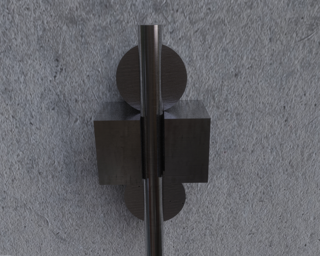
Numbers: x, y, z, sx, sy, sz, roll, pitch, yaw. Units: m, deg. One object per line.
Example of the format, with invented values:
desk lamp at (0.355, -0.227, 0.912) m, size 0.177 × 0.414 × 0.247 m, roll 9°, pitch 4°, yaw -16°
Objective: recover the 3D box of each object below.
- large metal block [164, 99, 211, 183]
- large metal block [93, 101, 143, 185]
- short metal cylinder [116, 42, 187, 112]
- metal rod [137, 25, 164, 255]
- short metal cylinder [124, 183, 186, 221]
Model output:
large metal block at (0.030, 0.013, 0.387) m, size 0.050 × 0.080 × 0.079 m, roll -1°, pitch 110°, yaw 0°
large metal block at (-0.047, 0.015, 0.387) m, size 0.050 × 0.080 × 0.079 m, roll -1°, pitch 110°, yaw 0°
short metal cylinder at (-0.009, -0.064, 0.374) m, size 0.081 × 0.050 × 0.079 m, roll 0°, pitch 110°, yaw 0°
metal rod at (-0.009, 0.034, 0.369) m, size 0.025 × 0.025 × 0.298 m, roll -1°, pitch 110°, yaw 0°
short metal cylinder at (-0.007, 0.082, 0.428) m, size 0.081 × 0.050 × 0.079 m, roll 0°, pitch 110°, yaw 0°
